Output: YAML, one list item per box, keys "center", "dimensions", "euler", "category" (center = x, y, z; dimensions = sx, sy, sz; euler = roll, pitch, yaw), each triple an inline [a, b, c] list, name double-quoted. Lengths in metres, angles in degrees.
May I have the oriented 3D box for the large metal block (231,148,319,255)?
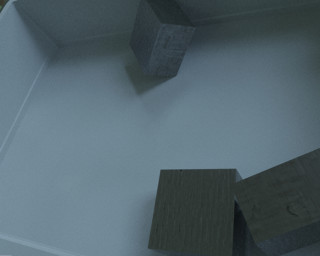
- center: [0.117, 0.068, 0.267]
  dimensions: [0.080, 0.080, 0.050]
  euler: [-26, 53, 12]
  category: "large metal block"

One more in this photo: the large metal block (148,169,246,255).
- center: [0.041, 0.088, 0.314]
  dimensions: [0.080, 0.050, 0.080]
  euler: [-4, 60, 26]
  category: "large metal block"

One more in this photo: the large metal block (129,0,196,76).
- center: [-0.001, -0.132, 0.444]
  dimensions: [0.050, 0.079, 0.080]
  euler: [-3, 47, -26]
  category: "large metal block"
